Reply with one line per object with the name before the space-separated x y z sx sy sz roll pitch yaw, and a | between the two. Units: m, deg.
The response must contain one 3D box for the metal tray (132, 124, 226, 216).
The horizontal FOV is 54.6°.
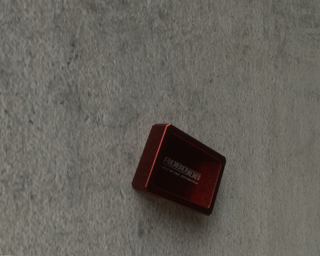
metal tray | 0.032 0.060 0.426 0.131 0.030 0.090 30 71 -36
